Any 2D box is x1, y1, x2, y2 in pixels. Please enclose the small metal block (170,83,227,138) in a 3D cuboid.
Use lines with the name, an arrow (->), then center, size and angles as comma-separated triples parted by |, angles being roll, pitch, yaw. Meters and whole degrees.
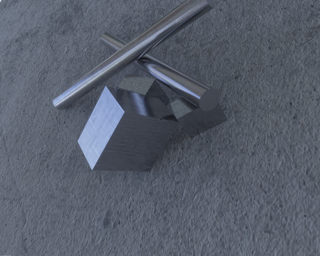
small metal block -> 0.048, -0.019, 0.374 | 0.050, 0.050, 0.025 | -27, 53, 10

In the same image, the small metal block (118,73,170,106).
small metal block -> -0.021, -0.047, 0.427 | 0.050, 0.050, 0.025 | 20, 72, 35

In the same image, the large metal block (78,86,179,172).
large metal block -> -0.037, 0.005, 0.366 | 0.080, 0.081, 0.050 | -58, 47, 23

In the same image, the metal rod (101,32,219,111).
metal rod -> -0.021, -0.093, 0.432 | 0.025, 0.025, 0.300 | -45, 40, -3

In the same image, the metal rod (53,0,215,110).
metal rod -> -0.057, -0.093, 0.429 | 0.299, 0.025, 0.025 | -25, 51, 36
